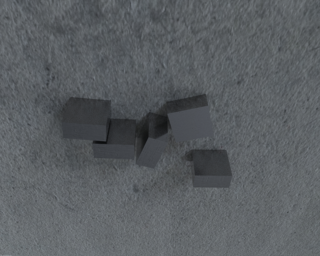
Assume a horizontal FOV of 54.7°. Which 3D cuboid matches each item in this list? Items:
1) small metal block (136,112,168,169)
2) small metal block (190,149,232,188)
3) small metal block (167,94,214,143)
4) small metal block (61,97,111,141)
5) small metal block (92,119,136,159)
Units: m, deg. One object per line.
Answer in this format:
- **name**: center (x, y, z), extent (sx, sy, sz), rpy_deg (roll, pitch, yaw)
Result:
- **small metal block**: center (-0.011, 0.016, 0.404), extent (0.025, 0.050, 0.050), rpy_deg (16, 128, -14)
- **small metal block**: center (0.071, 0.057, 0.441), extent (0.050, 0.050, 0.025), rpy_deg (1, 130, -2)
- **small metal block**: center (0.039, -0.012, 0.398), extent (0.050, 0.025, 0.050), rpy_deg (-11, 130, 8)
- **small metal block**: center (-0.088, -0.011, 0.380), extent (0.050, 0.050, 0.025), rpy_deg (5, 130, -5)
- **small metal block**: center (-0.057, 0.013, 0.401), extent (0.050, 0.050, 0.025), rpy_deg (2, 130, -3)
